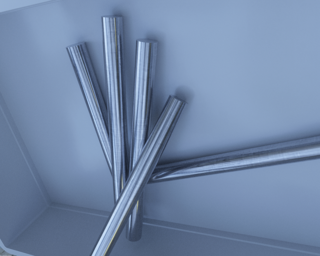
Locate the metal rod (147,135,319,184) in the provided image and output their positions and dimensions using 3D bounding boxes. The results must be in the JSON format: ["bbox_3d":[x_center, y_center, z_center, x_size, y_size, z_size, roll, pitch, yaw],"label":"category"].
[{"bbox_3d":[0.081,0.044,0.392,0.300,0.025,0.025,-15,111,33],"label":"metal rod"}]

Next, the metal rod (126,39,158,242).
[{"bbox_3d":[-0.028,0.034,0.418,0.025,0.025,0.298,15,117,19],"label":"metal rod"}]

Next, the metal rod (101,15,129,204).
[{"bbox_3d":[-0.057,0.005,0.422,0.025,0.025,0.298,12,118,21],"label":"metal rod"}]

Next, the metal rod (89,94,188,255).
[{"bbox_3d":[-0.042,0.095,0.410,0.025,0.025,0.298,29,103,9],"label":"metal rod"}]

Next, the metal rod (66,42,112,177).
[{"bbox_3d":[-0.076,0.024,0.461,0.025,0.025,0.298,0,119,28],"label":"metal rod"}]
